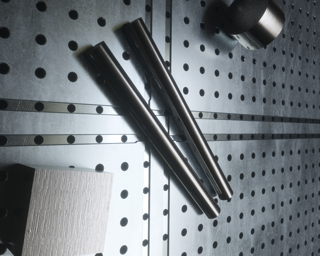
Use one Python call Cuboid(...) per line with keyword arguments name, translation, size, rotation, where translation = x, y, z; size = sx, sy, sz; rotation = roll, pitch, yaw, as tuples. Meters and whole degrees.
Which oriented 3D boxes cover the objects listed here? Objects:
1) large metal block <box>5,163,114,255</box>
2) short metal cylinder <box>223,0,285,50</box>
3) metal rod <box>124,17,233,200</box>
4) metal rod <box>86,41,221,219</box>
Cuboid(name="large metal block", translation=(-0.099, 0.080, 0.310), size=(0.081, 0.050, 0.080), rotation=(11, 83, -40))
Cuboid(name="short metal cylinder", translation=(0.151, -0.174, 0.499), size=(0.050, 0.080, 0.080), rotation=(24, 75, -38))
Cuboid(name="metal rod", translation=(0.036, -0.011, 0.439), size=(0.025, 0.025, 0.299), rotation=(-45, 117, -31))
Cuboid(name="metal rod", translation=(0.004, 0.020, 0.412), size=(0.025, 0.025, 0.299), rotation=(-50, 120, -28))
